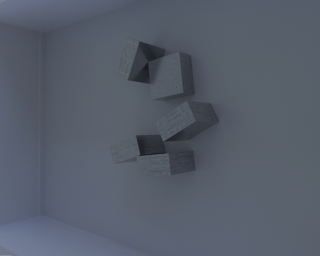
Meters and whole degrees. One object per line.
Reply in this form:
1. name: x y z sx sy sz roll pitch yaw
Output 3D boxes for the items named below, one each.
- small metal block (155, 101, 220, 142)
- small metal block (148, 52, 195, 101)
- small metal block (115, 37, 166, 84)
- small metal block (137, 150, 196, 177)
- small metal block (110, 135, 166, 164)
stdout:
1. small metal block: 0.032 -0.007 0.362 0.050 0.050 0.025 -34 69 34
2. small metal block: 0.014 -0.064 0.394 0.050 0.025 0.050 -8 85 39
3. small metal block: -0.025 -0.088 0.409 0.025 0.050 0.050 30 109 36
4. small metal block: 0.008 0.044 0.382 0.050 0.050 0.025 -9 84 39
5. small metal block: -0.029 0.028 0.412 0.050 0.050 0.025 -21 77 38
